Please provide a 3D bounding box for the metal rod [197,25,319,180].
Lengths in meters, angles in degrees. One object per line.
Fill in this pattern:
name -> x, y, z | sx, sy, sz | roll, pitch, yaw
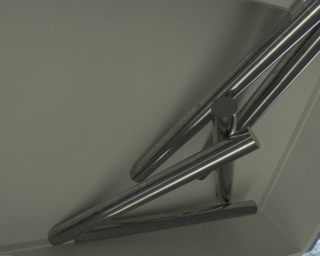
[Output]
metal rod -> 0.109, -0.016, 0.378 | 0.025, 0.025, 0.298 | -5, 146, -26

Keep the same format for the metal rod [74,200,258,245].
metal rod -> 0.021, 0.145, 0.488 | 0.303, 0.025, 0.025 | -3, 120, -20

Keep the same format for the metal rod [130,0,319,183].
metal rod -> 0.050, -0.019, 0.344 | 0.025, 0.025, 0.298 | 13, 137, -34

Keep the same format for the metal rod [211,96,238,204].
metal rod -> 0.089, 0.053, 0.426 | 0.025, 0.025, 0.299 | -32, 149, -7

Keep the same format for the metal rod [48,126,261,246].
metal rod -> -0.025, 0.079, 0.367 | 0.300, 0.025, 0.025 | -31, 133, 23
